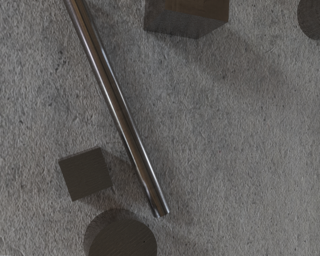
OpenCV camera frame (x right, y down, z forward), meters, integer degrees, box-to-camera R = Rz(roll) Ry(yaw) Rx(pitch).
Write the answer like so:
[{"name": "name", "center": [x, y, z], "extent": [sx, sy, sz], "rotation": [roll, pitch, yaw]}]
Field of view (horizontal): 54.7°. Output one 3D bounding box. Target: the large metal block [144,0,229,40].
[{"name": "large metal block", "center": [0.031, -0.153, 0.391], "extent": [0.081, 0.080, 0.050], "rotation": [3, 89, -20]}]

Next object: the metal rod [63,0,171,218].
[{"name": "metal rod", "center": [-0.052, -0.026, 0.389], "extent": [0.025, 0.025, 0.299], "rotation": [-24, 98, -18]}]

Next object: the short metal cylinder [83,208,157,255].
[{"name": "short metal cylinder", "center": [-0.050, 0.144, 0.378], "extent": [0.081, 0.050, 0.079], "rotation": [0, 90, -20]}]

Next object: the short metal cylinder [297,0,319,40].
[{"name": "short metal cylinder", "center": [0.270, -0.187, 0.495], "extent": [0.081, 0.050, 0.079], "rotation": [0, 90, -20]}]

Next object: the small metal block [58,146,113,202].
[{"name": "small metal block", "center": [-0.091, 0.054, 0.376], "extent": [0.050, 0.025, 0.050], "rotation": [-19, 97, -19]}]
